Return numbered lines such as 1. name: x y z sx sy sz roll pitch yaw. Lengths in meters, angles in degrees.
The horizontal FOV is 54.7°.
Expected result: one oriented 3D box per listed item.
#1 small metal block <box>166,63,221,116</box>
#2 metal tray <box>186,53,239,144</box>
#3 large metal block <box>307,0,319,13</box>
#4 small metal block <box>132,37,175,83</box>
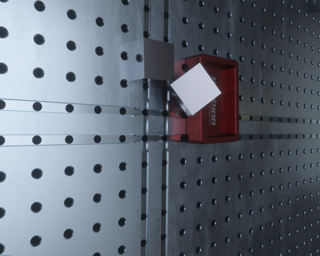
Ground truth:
1. small metal block: 0.046 -0.052 0.421 0.050 0.025 0.050 -38 97 -8
2. metal tray: 0.083 -0.042 0.477 0.091 0.030 0.129 -1 91 -40
3. large metal block: 0.376 -0.316 0.693 0.080 0.080 0.050 52 59 -28
4. small metal block: -0.008 -0.086 0.404 0.050 0.025 0.050 -2 91 -40
